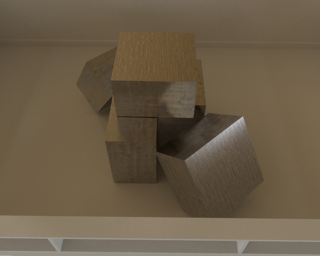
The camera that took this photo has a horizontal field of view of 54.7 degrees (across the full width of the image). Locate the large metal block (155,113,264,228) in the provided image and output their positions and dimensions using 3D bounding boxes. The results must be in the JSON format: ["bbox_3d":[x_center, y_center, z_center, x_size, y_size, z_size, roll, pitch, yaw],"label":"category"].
[{"bbox_3d":[0.054,0.040,0.324,0.080,0.080,0.050,-34,23,-25],"label":"large metal block"}]

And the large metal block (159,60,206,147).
[{"bbox_3d":[0.025,-0.030,0.391,0.050,0.080,0.080,1,50,0],"label":"large metal block"}]

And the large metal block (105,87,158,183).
[{"bbox_3d":[-0.028,0.009,0.360,0.050,0.080,0.080,1,50,0],"label":"large metal block"}]

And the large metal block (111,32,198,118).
[{"bbox_3d":[-0.004,-0.058,0.331,0.080,0.050,0.080,1,50,1],"label":"large metal block"}]

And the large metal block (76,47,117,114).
[{"bbox_3d":[-0.058,-0.069,0.415,0.080,0.080,0.050,-35,94,-26],"label":"large metal block"}]
